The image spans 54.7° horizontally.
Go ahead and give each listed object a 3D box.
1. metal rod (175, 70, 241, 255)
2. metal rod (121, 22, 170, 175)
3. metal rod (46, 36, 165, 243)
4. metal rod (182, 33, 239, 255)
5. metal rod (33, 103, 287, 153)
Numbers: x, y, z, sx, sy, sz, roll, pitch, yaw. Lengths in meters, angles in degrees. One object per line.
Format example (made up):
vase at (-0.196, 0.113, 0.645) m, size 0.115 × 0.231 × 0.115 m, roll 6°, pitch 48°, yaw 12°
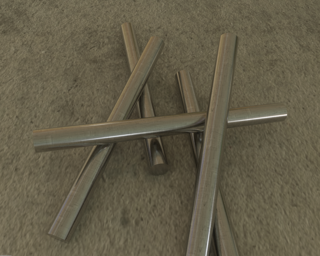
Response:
metal rod at (0.052, 0.036, 0.373) m, size 0.025 × 0.025 × 0.300 m, roll -5°, pitch 50°, yaw -5°
metal rod at (-0.030, -0.064, 0.456) m, size 0.025 × 0.025 × 0.300 m, roll -8°, pitch 51°, yaw -7°
metal rod at (-0.054, -0.009, 0.387) m, size 0.025 × 0.025 × 0.300 m, roll 15°, pitch 58°, yaw 12°
metal rod at (0.058, 0.019, 0.338) m, size 0.025 × 0.025 × 0.299 m, roll 10°, pitch 66°, yaw 8°
metal rod at (0.013, -0.003, 0.366) m, size 0.302 × 0.025 × 0.025 m, roll -7°, pitch 50°, yaw -15°
